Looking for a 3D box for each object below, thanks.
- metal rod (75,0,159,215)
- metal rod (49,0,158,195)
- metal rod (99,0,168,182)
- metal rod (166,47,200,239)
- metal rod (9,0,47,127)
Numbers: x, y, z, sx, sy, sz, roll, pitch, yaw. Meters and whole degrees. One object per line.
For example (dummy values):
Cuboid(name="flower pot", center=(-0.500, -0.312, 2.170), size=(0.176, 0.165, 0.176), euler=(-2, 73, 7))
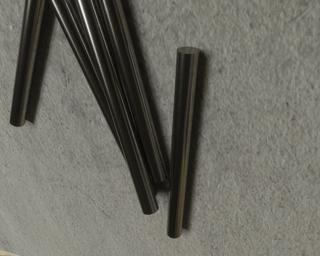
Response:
Cuboid(name="metal rod", center=(-0.050, -0.017, 0.404), size=(0.025, 0.025, 0.298), euler=(-4, 112, 29))
Cuboid(name="metal rod", center=(-0.068, -0.027, 0.424), size=(0.025, 0.025, 0.299), euler=(-9, 114, 32))
Cuboid(name="metal rod", center=(-0.034, -0.060, 0.386), size=(0.025, 0.025, 0.298), euler=(0, 119, 28))
Cuboid(name="metal rod", center=(0.027, 0.041, 0.416), size=(0.025, 0.025, 0.298), euler=(15, 125, 19))
Cuboid(name="metal rod", center=(-0.182, -0.112, 0.431), size=(0.025, 0.025, 0.298), euler=(34, 129, 5))
